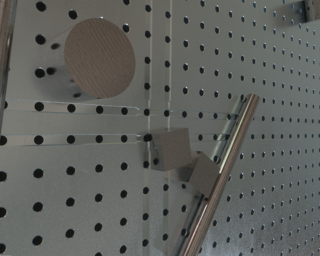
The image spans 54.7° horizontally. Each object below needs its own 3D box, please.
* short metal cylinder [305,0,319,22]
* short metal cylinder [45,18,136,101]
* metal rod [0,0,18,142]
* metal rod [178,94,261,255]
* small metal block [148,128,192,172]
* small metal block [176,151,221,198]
[{"bbox_3d":[0.362,-0.266,0.676,0.081,0.080,0.050,-22,104,-38],"label":"short metal cylinder"},{"bbox_3d":[-0.074,-0.070,0.331,0.081,0.050,0.079,0,90,-40],"label":"short metal cylinder"},{"bbox_3d":[-0.145,-0.123,0.286,0.025,0.025,0.298,8,85,-40],"label":"metal rod"},{"bbox_3d":[0.100,0.070,0.493,0.025,0.025,0.300,42,64,-32],"label":"metal rod"},{"bbox_3d":[0.015,0.028,0.422,0.050,0.025,0.050,-12,98,-39],"label":"small metal block"},{"bbox_3d":[0.058,0.068,0.458,0.050,0.025,0.050,42,65,-32],"label":"small metal block"}]
